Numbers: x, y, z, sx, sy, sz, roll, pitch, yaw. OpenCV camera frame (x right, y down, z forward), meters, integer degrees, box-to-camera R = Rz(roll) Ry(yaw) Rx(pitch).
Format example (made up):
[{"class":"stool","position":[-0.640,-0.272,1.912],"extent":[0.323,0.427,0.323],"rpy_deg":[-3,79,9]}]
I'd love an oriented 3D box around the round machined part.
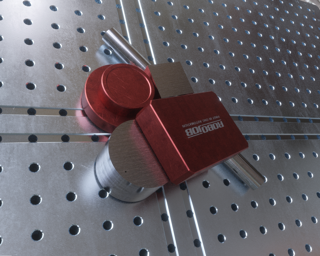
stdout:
[{"class":"round machined part","position":[-0.046,-0.043,0.393],"extent":[0.099,0.042,0.098],"rpy_deg":[13,57,-20]}]

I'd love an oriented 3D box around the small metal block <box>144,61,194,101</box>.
[{"class":"small metal block","position":[0.010,-0.059,0.415],"extent":[0.050,0.025,0.050],"rpy_deg":[-13,71,-28]}]

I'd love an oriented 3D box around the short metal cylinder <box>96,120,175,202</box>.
[{"class":"short metal cylinder","position":[-0.026,0.037,0.350],"extent":[0.081,0.050,0.080],"rpy_deg":[14,56,-21]}]

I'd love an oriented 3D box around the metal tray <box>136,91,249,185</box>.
[{"class":"metal tray","position":[0.044,0.005,0.371],"extent":[0.131,0.030,0.090],"rpy_deg":[-14,69,-47]}]

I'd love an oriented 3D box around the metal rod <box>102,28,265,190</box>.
[{"class":"metal rod","position":[0.031,-0.029,0.438],"extent":[0.300,0.025,0.025],"rpy_deg":[45,51,3]}]
